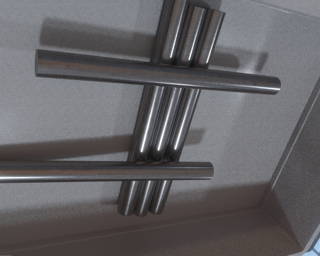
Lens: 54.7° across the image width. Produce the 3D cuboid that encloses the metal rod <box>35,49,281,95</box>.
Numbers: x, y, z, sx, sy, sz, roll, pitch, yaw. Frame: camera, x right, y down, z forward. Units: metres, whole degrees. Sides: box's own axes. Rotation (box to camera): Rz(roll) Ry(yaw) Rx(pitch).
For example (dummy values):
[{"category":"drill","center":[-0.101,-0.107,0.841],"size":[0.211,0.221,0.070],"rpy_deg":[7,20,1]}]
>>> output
[{"category":"metal rod","center":[0.022,-0.058,0.350],"size":[0.303,0.025,0.025],"rpy_deg":[0,118,-28]}]

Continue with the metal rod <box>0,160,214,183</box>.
[{"category":"metal rod","center":[-0.071,0.053,0.377],"size":[0.302,0.025,0.025],"rpy_deg":[3,117,-22]}]

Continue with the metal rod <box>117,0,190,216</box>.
[{"category":"metal rod","center":[-0.015,-0.010,0.393],"size":[0.025,0.025,0.298],"rpy_deg":[0,118,-29]}]

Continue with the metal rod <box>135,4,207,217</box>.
[{"category":"metal rod","center":[0.005,-0.005,0.407],"size":[0.025,0.025,0.298],"rpy_deg":[1,118,-29]}]

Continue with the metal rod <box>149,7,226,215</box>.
[{"category":"metal rod","center":[0.028,-0.005,0.418],"size":[0.025,0.025,0.298],"rpy_deg":[1,118,-29]}]
